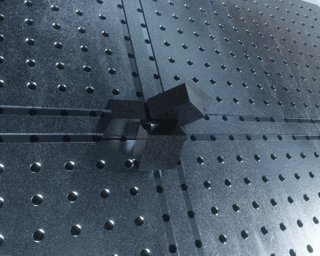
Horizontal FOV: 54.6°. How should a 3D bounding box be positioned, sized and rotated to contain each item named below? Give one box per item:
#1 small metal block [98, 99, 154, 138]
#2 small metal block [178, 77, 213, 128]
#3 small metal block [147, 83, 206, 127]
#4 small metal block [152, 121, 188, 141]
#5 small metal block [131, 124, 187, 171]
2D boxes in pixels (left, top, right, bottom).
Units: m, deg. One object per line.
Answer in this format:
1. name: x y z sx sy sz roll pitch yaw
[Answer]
1. small metal block: -0.042 -0.010 0.374 0.050 0.050 0.025 1 62 -27
2. small metal block: 0.037 -0.034 0.432 0.050 0.050 0.025 37 50 -4
3. small metal block: 0.020 -0.024 0.372 0.050 0.050 0.025 34 39 -56
4. small metal block: 0.004 -0.003 0.411 0.050 0.025 0.050 2 61 -28
5. small metal block: -0.002 0.023 0.373 0.050 0.050 0.025 1 30 -27
